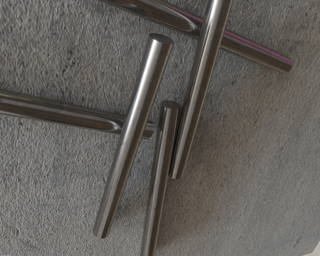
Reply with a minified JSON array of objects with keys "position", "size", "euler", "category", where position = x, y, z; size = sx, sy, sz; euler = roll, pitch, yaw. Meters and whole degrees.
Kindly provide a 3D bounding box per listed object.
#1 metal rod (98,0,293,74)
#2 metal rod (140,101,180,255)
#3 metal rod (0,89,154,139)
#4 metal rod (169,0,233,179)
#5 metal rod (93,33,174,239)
[{"position":[0.056,-0.113,0.366],"size":[0.302,0.025,0.025],"euler":[10,113,-33],"category":"metal rod"},{"position":[-0.005,0.100,0.465],"size":[0.025,0.025,0.298],"euler":[-7,121,-25],"category":"metal rod"},{"position":[-0.139,-0.022,0.316],"size":[0.302,0.025,0.025],"euler":[11,113,-33],"category":"metal rod"},{"position":[0.047,-0.052,0.376],"size":[0.025,0.025,0.298],"euler":[-8,129,-25],"category":"metal rod"},{"position":[-0.042,0.033,0.375],"size":[0.025,0.025,0.298],"euler":[0,127,-29],"category":"metal rod"}]
